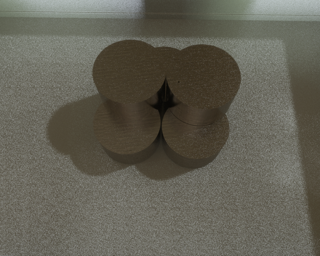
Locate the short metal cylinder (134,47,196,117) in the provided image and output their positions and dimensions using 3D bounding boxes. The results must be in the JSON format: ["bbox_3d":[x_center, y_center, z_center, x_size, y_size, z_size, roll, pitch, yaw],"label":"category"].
[{"bbox_3d":[0.006,-0.061,0.417,0.081,0.050,0.080,0,70,0],"label":"short metal cylinder"}]

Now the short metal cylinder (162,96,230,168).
[{"bbox_3d":[0.043,0.006,0.392,0.081,0.050,0.080,0,70,0],"label":"short metal cylinder"}]

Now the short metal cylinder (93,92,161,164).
[{"bbox_3d":[-0.039,0.001,0.394,0.081,0.050,0.080,0,70,0],"label":"short metal cylinder"}]

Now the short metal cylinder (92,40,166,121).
[{"bbox_3d":[-0.033,-0.055,0.361,0.081,0.050,0.080,0,70,0],"label":"short metal cylinder"}]

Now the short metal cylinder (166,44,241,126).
[{"bbox_3d":[0.047,-0.049,0.359,0.081,0.050,0.080,0,70,0],"label":"short metal cylinder"}]
